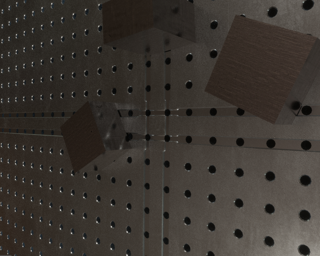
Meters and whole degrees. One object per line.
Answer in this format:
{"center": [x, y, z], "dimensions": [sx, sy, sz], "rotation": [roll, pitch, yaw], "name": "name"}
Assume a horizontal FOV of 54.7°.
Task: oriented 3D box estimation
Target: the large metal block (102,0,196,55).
{"center": [-0.013, -0.129, 0.382], "dimensions": [0.080, 0.081, 0.050], "rotation": [-4, 87, 39], "name": "large metal block"}

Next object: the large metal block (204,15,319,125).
{"center": [0.104, -0.056, 0.307], "dimensions": [0.080, 0.050, 0.079], "rotation": [32, 110, 35], "name": "large metal block"}

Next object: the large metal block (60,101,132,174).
{"center": [-0.099, 0.015, 0.472], "dimensions": [0.080, 0.050, 0.080], "rotation": [-35, 69, 34], "name": "large metal block"}
